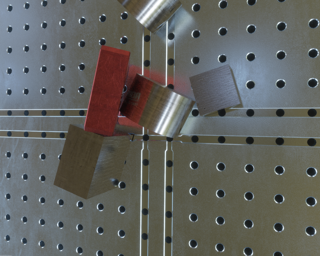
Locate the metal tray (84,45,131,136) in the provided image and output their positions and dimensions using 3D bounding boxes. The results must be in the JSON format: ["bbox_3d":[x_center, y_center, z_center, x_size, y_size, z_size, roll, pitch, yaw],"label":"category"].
[{"bbox_3d":[-0.061,-0.044,0.378,0.030,0.130,0.089,12,95,-7],"label":"metal tray"}]

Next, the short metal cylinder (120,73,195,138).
[{"bbox_3d":[-0.003,-0.028,0.384,0.080,0.080,0.050,29,100,17],"label":"short metal cylinder"}]

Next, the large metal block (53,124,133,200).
[{"bbox_3d":[-0.086,0.040,0.414,0.050,0.080,0.080,19,96,19],"label":"large metal block"}]

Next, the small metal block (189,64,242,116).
[{"bbox_3d":[0.070,-0.046,0.388,0.050,0.025,0.050,-17,85,19],"label":"small metal block"}]

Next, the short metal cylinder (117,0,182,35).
[{"bbox_3d":[-0.018,-0.165,0.390,0.050,0.080,0.080,-45,76,15],"label":"short metal cylinder"}]
